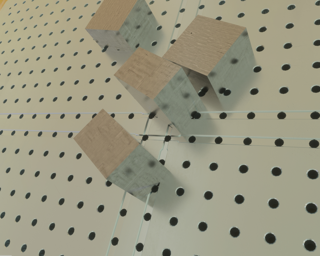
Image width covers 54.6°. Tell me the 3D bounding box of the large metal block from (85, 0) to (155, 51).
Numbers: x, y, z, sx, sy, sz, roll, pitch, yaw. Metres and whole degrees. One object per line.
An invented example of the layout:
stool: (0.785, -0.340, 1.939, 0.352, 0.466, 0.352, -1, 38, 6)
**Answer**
large metal block: (-0.070, -0.185, 0.544, 0.080, 0.050, 0.080, 15, 70, 34)

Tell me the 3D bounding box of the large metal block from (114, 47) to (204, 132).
large metal block: (0.000, -0.050, 0.405, 0.080, 0.080, 0.050, 35, 82, 38)

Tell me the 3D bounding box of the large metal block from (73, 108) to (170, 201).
large metal block: (-0.046, 0.033, 0.377, 0.050, 0.080, 0.080, -47, 51, -4)

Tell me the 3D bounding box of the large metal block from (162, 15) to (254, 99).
large metal block: (0.065, -0.098, 0.419, 0.080, 0.050, 0.080, 32, 80, 38)
